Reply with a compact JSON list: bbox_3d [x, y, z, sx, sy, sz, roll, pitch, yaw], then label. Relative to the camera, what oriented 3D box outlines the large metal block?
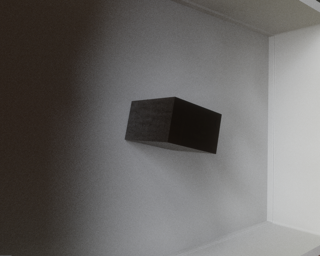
[{"bbox_3d":[0.016,-0.001,0.383,0.081,0.080,0.050,16,80,-39],"label":"large metal block"}]
